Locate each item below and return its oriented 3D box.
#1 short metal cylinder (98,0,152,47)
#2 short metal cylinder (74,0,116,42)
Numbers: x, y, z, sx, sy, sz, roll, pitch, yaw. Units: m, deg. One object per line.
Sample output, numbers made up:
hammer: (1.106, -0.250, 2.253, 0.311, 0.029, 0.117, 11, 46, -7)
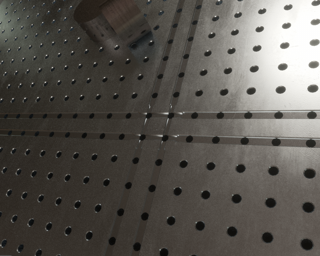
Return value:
short metal cylinder: (-0.057, -0.182, 0.513, 0.050, 0.080, 0.080, -34, 52, 6)
short metal cylinder: (-0.112, -0.208, 0.576, 0.080, 0.050, 0.080, -13, 56, 20)
